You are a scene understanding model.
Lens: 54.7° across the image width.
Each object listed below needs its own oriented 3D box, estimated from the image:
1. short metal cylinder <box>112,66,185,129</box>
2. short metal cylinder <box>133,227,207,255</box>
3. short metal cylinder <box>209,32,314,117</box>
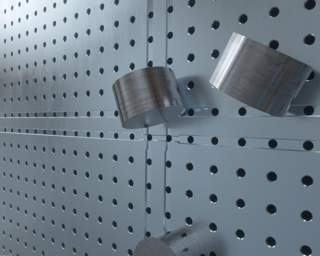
[{"bbox_3d":[-0.014,-0.035,0.385,0.080,0.081,0.050,-25,74,37],"label":"short metal cylinder"},{"bbox_3d":[0.012,0.169,0.383,0.080,0.050,0.079,0,90,40],"label":"short metal cylinder"},{"bbox_3d":[0.094,-0.051,0.296,0.080,0.081,0.050,38,113,33],"label":"short metal cylinder"}]
